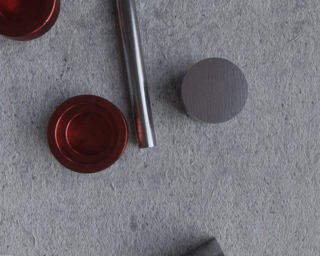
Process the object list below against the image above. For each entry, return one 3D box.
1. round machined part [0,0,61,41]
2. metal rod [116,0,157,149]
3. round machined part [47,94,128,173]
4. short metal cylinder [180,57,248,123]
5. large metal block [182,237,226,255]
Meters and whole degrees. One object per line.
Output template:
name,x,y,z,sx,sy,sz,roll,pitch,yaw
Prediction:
round machined part,-0.177,-0.160,0.400,0.099,0.042,0.097,0,90,0
metal rod,-0.039,-0.122,0.409,0.025,0.025,0.298,-9,90,0
round machined part,-0.090,0.007,0.401,0.099,0.042,0.097,0,90,0
short metal cylinder,0.066,-0.045,0.398,0.081,0.050,0.079,0,90,0
large metal block,0.060,0.204,0.398,0.080,0.050,0.080,-29,90,0
